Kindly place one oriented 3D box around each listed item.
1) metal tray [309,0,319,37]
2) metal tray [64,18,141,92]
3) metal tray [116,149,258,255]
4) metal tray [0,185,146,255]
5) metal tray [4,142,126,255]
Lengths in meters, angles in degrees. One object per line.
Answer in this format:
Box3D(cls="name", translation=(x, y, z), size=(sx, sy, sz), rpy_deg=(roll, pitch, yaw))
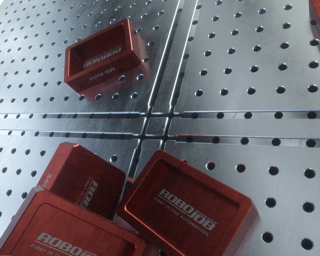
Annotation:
Box3D(cls="metal tray", translation=(0.236, -0.122, 0.356), size=(0.090, 0.030, 0.130), rpy_deg=(-14, 56, 20))
Box3D(cls="metal tray", translation=(-0.101, -0.125, 0.532), size=(0.130, 0.030, 0.090), rpy_deg=(-21, 54, 15))
Box3D(cls="metal tray", translation=(0.025, 0.089, 0.336), size=(0.130, 0.030, 0.090), rpy_deg=(26, 76, 36))
Box3D(cls="metal tray", translation=(-0.089, 0.127, 0.309), size=(0.030, 0.130, 0.090), rpy_deg=(-3, 56, 61))
Box3D(cls="metal tray", translation=(-0.103, 0.092, 0.359), size=(0.030, 0.090, 0.130), rpy_deg=(5, 64, 43))
